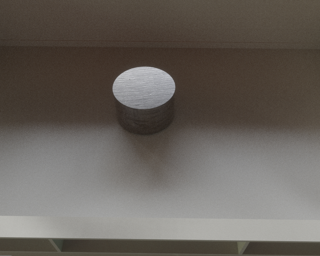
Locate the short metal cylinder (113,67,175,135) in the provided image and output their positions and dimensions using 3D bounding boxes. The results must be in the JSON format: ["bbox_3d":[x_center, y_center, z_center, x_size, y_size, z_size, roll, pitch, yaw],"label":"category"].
[{"bbox_3d":[-0.020,-0.037,0.418,0.080,0.050,0.080,0,50,0],"label":"short metal cylinder"}]
